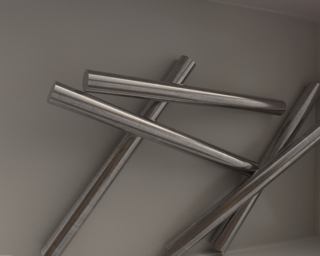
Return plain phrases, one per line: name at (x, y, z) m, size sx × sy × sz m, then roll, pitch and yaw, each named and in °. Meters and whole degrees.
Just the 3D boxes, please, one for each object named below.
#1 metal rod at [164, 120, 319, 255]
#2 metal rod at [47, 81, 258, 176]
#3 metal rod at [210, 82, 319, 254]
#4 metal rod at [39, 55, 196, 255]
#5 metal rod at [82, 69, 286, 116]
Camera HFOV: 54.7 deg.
metal rod at (0.133, 0.079, 0.437) m, size 0.301 × 0.025 × 0.025 m, roll -36°, pitch 102°, yaw -8°
metal rod at (0.012, 0.012, 0.391) m, size 0.302 × 0.025 × 0.025 m, roll 22°, pitch 83°, yaw -27°
metal rod at (0.167, 0.052, 0.471) m, size 0.025 × 0.025 × 0.300 m, roll 39°, pitch 77°, yaw -16°
metal rod at (-0.046, 0.029, 0.393) m, size 0.025 × 0.025 × 0.300 m, roll 39°, pitch 78°, yaw -16°
metal rod at (0.052, -0.041, 0.407) m, size 0.302 × 0.025 × 0.025 m, roll 4°, pitch 89°, yaw -28°
